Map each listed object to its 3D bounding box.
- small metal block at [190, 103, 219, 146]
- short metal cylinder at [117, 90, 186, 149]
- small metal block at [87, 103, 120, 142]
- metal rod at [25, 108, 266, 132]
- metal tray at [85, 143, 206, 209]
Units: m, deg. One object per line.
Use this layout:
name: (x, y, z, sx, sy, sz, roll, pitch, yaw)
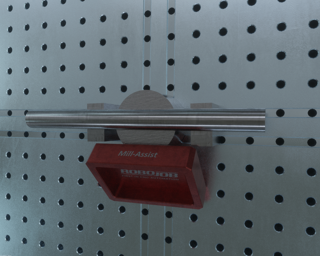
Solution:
small metal block: (0.056, -0.004, 0.380, 0.025, 0.050, 0.050, -1, 90, 20)
short metal cylinder: (-0.010, -0.007, 0.402, 0.080, 0.050, 0.080, 0, 90, 20)
small metal block: (-0.075, -0.007, 0.426, 0.025, 0.050, 0.050, -1, 90, 20)
metal rod: (-0.033, -0.010, 0.371, 0.301, 0.025, 0.025, 1, 90, 20)
metal tray: (-0.015, 0.060, 0.385, 0.130, 0.090, 0.030, 1, 47, 20)
